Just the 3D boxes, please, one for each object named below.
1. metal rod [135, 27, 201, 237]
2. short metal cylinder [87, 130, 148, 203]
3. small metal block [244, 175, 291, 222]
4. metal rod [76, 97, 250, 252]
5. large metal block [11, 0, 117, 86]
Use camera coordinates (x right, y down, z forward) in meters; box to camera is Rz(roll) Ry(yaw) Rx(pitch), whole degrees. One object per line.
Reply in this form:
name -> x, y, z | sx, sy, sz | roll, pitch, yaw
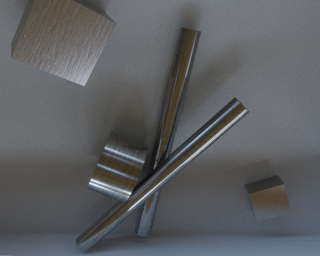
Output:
metal rod -> 0.005, 0.019, 0.418 | 0.025, 0.025, 0.298 | 11, 110, -5
short metal cylinder -> -0.055, 0.049, 0.400 | 0.050, 0.080, 0.079 | 23, 108, -9
small metal block -> 0.157, 0.103, 0.452 | 0.050, 0.025, 0.050 | -18, 109, 6
metal rod -> -0.007, 0.070, 0.409 | 0.025, 0.025, 0.299 | 43, 107, -14
large metal block -> -0.108, -0.104, 0.342 | 0.080, 0.050, 0.080 | 20, 111, -34
